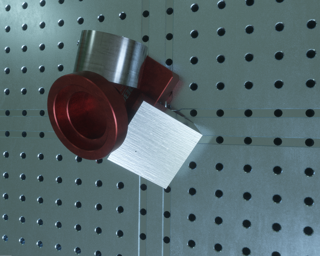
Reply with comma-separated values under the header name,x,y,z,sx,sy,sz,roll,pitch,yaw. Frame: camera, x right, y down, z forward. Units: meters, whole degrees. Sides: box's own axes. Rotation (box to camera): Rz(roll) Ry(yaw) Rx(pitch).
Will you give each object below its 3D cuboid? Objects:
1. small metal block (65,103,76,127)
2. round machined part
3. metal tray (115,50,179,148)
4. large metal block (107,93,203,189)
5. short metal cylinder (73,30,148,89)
name,x,y,z,sx,sy,sz,roll,pitch,yaw
small metal block,-0.105,-0.027,0.402,0.025,0.050,0.050,20,97,18
round machined part,-0.076,-0.017,0.350,0.098,0.042,0.097,12,116,27
metal tray,-0.046,-0.040,0.426,0.090,0.030,0.129,36,101,16
large metal block,-0.008,0.015,0.382,0.080,0.050,0.080,30,101,-14
short metal cylinder,-0.059,-0.080,0.371,0.080,0.080,0.050,14,95,19
